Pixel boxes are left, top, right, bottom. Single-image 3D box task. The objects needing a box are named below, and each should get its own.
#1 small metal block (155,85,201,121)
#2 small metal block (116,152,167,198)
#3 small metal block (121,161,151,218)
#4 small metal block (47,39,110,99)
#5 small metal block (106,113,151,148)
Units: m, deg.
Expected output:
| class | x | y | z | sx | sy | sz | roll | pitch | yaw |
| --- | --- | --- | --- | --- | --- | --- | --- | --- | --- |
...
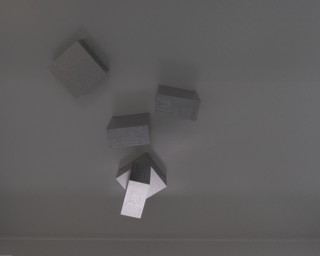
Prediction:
| class | x | y | z | sx | sy | sz | roll | pitch | yaw |
| --- | --- | --- | --- | --- | --- | --- | --- | --- | --- |
| small metal block | 0.021 | -0.032 | 0.386 | 0.050 | 0.050 | 0.025 | 9 | 110 | -4 |
| small metal block | -0.025 | 0.071 | 0.437 | 0.050 | 0.025 | 0.050 | -33 | 107 | 11 |
| small metal block | -0.030 | 0.079 | 0.400 | 0.025 | 0.050 | 0.050 | 14 | 110 | -5 |
| small metal block | -0.100 | -0.073 | 0.383 | 0.050 | 0.025 | 0.050 | -37 | 106 | 12 |
| small metal block | -0.038 | 0.002 | 0.398 | 0.050 | 0.050 | 0.025 | -6 | 110 | 2 |
